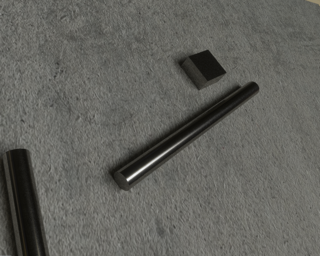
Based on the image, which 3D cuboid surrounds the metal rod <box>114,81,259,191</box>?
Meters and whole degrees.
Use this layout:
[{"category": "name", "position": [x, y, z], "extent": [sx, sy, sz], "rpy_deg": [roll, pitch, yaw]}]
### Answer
[{"category": "metal rod", "position": [0.058, -0.004, 0.437], "extent": [0.302, 0.025, 0.025], "rpy_deg": [-32, 80, -38]}]

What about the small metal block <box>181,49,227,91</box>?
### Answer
[{"category": "small metal block", "position": [0.071, -0.094, 0.499], "extent": [0.050, 0.025, 0.050], "rpy_deg": [-28, 77, -37]}]

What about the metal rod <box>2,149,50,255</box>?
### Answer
[{"category": "metal rod", "position": [-0.095, 0.157, 0.256], "extent": [0.025, 0.025, 0.299], "rpy_deg": [-7, 65, -31]}]
